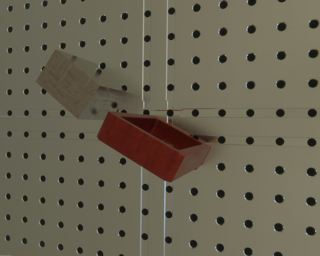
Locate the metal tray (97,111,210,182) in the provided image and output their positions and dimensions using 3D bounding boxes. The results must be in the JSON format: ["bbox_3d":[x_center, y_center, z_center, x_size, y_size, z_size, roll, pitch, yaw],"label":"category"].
[{"bbox_3d":[0.000,0.017,0.357,0.090,0.130,0.030,30,100,17],"label":"metal tray"}]

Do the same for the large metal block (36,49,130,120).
[{"bbox_3d":[-0.101,-0.055,0.419,0.080,0.080,0.050,40,103,15],"label":"large metal block"}]
